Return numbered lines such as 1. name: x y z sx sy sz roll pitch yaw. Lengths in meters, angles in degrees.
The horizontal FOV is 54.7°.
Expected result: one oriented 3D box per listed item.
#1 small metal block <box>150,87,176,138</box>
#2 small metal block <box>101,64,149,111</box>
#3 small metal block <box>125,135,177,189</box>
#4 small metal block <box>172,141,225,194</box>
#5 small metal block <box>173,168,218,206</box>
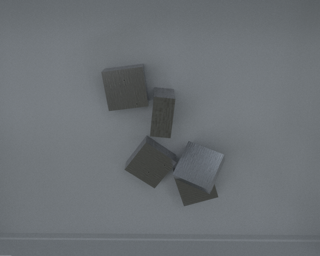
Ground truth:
1. small metal block: 0.003 -0.020 0.390 0.025 0.050 0.050 5 110 -2
2. small metal block: -0.043 -0.052 0.392 0.050 0.025 0.050 -7 110 2
3. small metal block: -0.013 0.047 0.428 0.050 0.025 0.050 34 106 -12
4. small metal block: 0.052 0.052 0.408 0.050 0.025 0.050 21 73 21
5. small metal block: 0.051 0.078 0.440 0.050 0.025 0.050 -17 110 6
